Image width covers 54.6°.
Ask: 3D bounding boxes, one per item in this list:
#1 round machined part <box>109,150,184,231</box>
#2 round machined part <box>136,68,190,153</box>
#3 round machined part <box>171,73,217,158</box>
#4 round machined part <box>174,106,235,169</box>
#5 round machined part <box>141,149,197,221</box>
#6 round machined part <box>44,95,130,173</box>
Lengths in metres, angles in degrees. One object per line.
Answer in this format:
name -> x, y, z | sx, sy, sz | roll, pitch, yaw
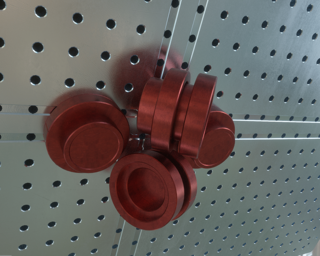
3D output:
round machined part -> -0.013, 0.076, 0.397 | 0.042, 0.098, 0.097 | -15, 132, -60
round machined part -> 0.003, -0.023, 0.366 | 0.042, 0.098, 0.097 | 14, 118, 10
round machined part -> 0.035, -0.017, 0.363 | 0.042, 0.098, 0.097 | 14, 118, 10
round machined part -> 0.069, 0.020, 0.449 | 0.099, 0.042, 0.097 | -14, 124, -21
round machined part -> 0.006, 0.074, 0.424 | 0.042, 0.098, 0.097 | -14, 131, -60
round machined part -> -0.081, 0.014, 0.363 | 0.099, 0.042, 0.097 | -14, 124, -21
